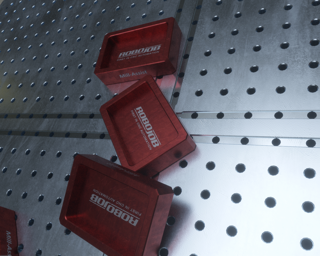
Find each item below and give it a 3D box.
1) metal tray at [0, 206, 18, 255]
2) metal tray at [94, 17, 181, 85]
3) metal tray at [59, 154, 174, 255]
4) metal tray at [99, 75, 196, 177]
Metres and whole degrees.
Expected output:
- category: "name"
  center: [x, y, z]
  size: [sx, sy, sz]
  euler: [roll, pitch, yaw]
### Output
- category: "metal tray"
  center: [-0.237, 0.182, 0.415]
  size: [0.090, 0.030, 0.130]
  euler: [-32, 52, 6]
- category: "metal tray"
  center: [-0.036, -0.122, 0.496]
  size: [0.130, 0.030, 0.090]
  euler: [-5, 59, 25]
- category: "metal tray"
  center: [-0.055, 0.090, 0.355]
  size: [0.130, 0.030, 0.089]
  euler: [17, 94, 34]
- category: "metal tray"
  center: [-0.021, -0.003, 0.416]
  size: [0.090, 0.030, 0.130]
  euler: [-33, 52, 6]
